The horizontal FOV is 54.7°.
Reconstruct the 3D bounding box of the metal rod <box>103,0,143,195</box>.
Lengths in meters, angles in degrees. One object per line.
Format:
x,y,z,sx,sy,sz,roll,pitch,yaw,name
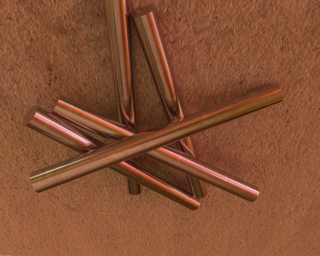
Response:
-0.041,-0.018,0.391,0.025,0.025,0.298,-1,130,0,metal rod

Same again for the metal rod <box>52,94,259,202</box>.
0.010,0.035,0.402,0.301,0.025,0.025,26,125,-21,metal rod

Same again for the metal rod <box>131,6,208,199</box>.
0.023,-0.007,0.401,0.025,0.025,0.299,-12,129,10,metal rod

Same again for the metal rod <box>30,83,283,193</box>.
0.001,0.010,0.361,0.302,0.025,0.025,-20,129,-5,metal rod

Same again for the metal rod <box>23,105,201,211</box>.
-0.040,0.055,0.418,0.025,0.025,0.301,-33,133,25,metal rod
